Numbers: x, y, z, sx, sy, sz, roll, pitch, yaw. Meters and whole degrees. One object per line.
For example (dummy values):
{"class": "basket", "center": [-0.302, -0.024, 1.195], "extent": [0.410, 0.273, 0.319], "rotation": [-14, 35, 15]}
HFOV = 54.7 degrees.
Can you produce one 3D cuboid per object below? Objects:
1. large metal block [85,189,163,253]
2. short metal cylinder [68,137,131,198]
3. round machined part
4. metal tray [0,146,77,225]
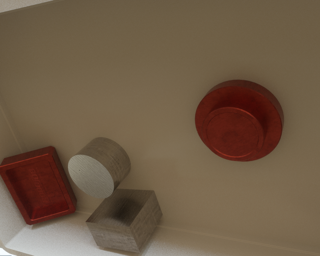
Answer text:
{"class": "large metal block", "center": [-0.054, 0.142, 0.487], "extent": [0.080, 0.080, 0.050], "rotation": [-4, 117, 29]}
{"class": "short metal cylinder", "center": [-0.092, 0.061, 0.477], "extent": [0.080, 0.050, 0.079], "rotation": [13, 124, 20]}
{"class": "round machined part", "center": [0.086, -0.002, 0.351], "extent": [0.098, 0.042, 0.097], "rotation": [13, 124, 20]}
{"class": "metal tray", "center": [-0.212, 0.103, 0.548], "extent": [0.091, 0.030, 0.129], "rotation": [-15, 116, -4]}
